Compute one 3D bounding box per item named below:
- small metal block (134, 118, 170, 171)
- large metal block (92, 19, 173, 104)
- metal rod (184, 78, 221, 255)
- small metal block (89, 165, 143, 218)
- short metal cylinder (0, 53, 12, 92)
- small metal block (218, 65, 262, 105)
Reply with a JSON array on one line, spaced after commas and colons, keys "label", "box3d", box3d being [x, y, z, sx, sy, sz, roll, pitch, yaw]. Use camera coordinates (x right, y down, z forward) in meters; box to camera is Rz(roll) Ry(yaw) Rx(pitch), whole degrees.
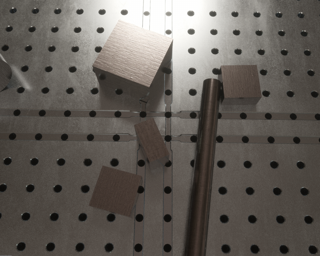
[{"label": "small metal block", "box3d": [-0.010, 0.022, 0.390, 0.025, 0.050, 0.050, -22, 72, -8]}, {"label": "large metal block", "box3d": [-0.035, -0.092, 0.432, 0.080, 0.050, 0.080, 22, 71, 7]}, {"label": "metal rod", "box3d": [0.052, 0.075, 0.384, 0.025, 0.025, 0.299, 8, 70, 2]}, {"label": "small metal block", "box3d": [-0.053, 0.079, 0.382, 0.050, 0.025, 0.050, 14, 71, 5]}, {"label": "short metal cylinder", "box3d": [-0.248, -0.080, 0.409, 0.080, 0.080, 0.050, -36, 74, -12]}, {"label": "small metal block", "box3d": [0.111, -0.060, 0.435, 0.050, 0.025, 0.050, -1, 70, -1]}]
